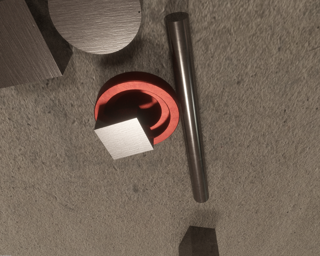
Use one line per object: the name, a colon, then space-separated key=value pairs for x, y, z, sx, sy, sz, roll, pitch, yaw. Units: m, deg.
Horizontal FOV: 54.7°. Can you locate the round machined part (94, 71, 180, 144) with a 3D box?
round machined part: x=-0.027 y=-0.026 z=0.373 sx=0.099 sy=0.042 sz=0.097 roll=-1 pitch=130 yaw=0

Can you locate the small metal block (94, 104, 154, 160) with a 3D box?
small metal block: x=-0.040 y=0.005 z=0.356 sx=0.050 sy=0.025 sz=0.050 roll=-16 pitch=129 yaw=12

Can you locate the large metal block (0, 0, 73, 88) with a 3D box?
large metal block: x=-0.147 y=-0.091 z=0.311 sx=0.080 sy=0.050 sz=0.080 roll=-10 pitch=130 yaw=8

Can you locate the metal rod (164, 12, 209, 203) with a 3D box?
metal rod: x=0.042 y=0.000 z=0.407 sx=0.025 sy=0.025 sz=0.298 roll=-8 pitch=130 yaw=6

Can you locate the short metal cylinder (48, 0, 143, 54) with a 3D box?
short metal cylinder: x=-0.057 y=-0.117 z=0.290 sx=0.081 sy=0.050 sz=0.079 roll=0 pitch=130 yaw=0

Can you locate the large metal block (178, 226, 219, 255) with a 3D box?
large metal block: x=0.071 y=0.243 z=0.579 sx=0.050 sy=0.080 sz=0.079 roll=10 pitch=129 yaw=-9
